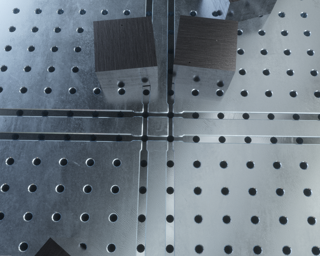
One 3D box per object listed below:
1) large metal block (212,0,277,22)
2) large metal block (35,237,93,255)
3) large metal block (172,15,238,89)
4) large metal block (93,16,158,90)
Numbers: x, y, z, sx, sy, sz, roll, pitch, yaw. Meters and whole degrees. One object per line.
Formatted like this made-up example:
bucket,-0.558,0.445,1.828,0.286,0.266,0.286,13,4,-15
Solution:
large metal block,0.125,-0.215,0.478,0.080,0.050,0.080,-16,71,-6
large metal block,-0.090,0.161,0.323,0.080,0.080,0.050,36,74,12
large metal block,0.063,-0.106,0.438,0.080,0.050,0.080,7,70,2
large metal block,-0.047,-0.105,0.437,0.080,0.050,0.080,-6,70,-2
